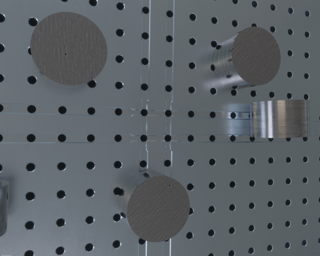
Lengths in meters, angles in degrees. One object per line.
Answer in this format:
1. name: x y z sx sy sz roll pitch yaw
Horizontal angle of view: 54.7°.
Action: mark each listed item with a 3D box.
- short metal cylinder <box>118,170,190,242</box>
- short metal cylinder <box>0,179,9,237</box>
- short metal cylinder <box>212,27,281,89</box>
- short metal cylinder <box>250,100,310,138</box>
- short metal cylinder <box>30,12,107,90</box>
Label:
1. short metal cylinder: -0.009 0.097 0.396 0.081 0.050 0.079 0 90 -20
2. short metal cylinder: -0.197 0.081 0.311 0.081 0.080 0.050 3 89 -20
3. short metal cylinder: 0.123 -0.098 0.445 0.081 0.050 0.079 0 90 -20
4. short metal cylinder: 0.172 -0.013 0.447 0.081 0.080 0.050 -2 91 -20
5. short metal cylinder: -0.106 -0.086 0.360 0.081 0.050 0.079 0 90 -20
